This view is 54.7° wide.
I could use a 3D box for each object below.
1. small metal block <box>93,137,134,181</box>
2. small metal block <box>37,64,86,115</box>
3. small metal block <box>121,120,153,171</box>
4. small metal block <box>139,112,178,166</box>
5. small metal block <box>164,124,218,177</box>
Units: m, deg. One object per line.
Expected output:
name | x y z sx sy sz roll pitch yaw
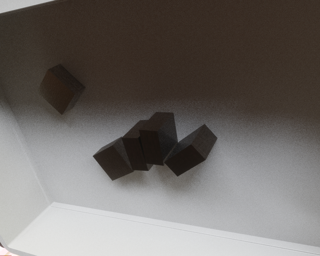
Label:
small metal block | -0.066 0.048 0.473 0.050 0.025 0.050 -28 103 37
small metal block | -0.144 -0.056 0.450 0.050 0.025 0.050 43 129 -2
small metal block | -0.021 0.022 0.418 0.025 0.050 0.050 -1 118 29
small metal block | 0.000 0.013 0.401 0.025 0.050 0.050 4 120 26
small metal block | 0.039 0.028 0.389 0.025 0.050 0.050 48 129 -5
